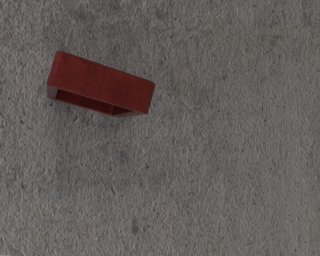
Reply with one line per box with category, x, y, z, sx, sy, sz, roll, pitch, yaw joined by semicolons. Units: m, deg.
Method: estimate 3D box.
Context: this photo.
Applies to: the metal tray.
metal tray;-0.069;-0.039;0.328;0.091;0.130;0.030;16;85;-19
